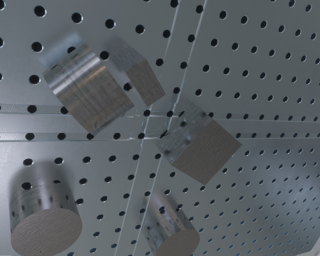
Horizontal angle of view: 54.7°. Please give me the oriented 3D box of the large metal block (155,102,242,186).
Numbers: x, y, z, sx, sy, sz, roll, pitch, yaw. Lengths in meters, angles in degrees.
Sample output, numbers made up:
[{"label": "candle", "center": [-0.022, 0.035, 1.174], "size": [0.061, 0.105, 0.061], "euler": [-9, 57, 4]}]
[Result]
[{"label": "large metal block", "center": [0.056, 0.024, 0.441], "size": [0.080, 0.050, 0.080], "euler": [-49, 129, 6]}]

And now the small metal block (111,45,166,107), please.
[{"label": "small metal block", "center": [-0.024, -0.058, 0.346], "size": [0.025, 0.050, 0.050], "euler": [-36, 129, -5]}]

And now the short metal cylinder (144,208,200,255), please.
[{"label": "short metal cylinder", "center": [0.019, 0.182, 0.519], "size": [0.081, 0.050, 0.079], "euler": [-14, 124, -21]}]

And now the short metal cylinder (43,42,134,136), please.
[{"label": "short metal cylinder", "center": [-0.070, -0.039, 0.313], "size": [0.050, 0.080, 0.080], "euler": [-38, 129, -3]}]

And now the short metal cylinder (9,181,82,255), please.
[{"label": "short metal cylinder", "center": [-0.143, 0.114, 0.388], "size": [0.081, 0.050, 0.079], "euler": [-14, 124, -21]}]
